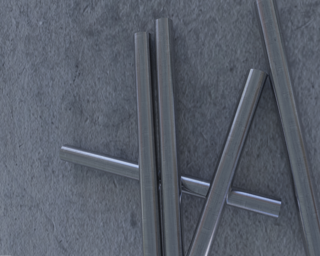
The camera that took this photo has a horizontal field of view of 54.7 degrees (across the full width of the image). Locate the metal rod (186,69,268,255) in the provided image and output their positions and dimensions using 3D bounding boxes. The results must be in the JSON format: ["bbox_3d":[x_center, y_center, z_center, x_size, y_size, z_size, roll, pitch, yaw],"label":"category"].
[{"bbox_3d":[0.067,0.075,0.357,0.025,0.025,0.299,18,86,19],"label":"metal rod"}]

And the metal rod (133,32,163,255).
[{"bbox_3d":[-0.016,0.023,0.391,0.025,0.025,0.298,-7,80,19],"label":"metal rod"}]

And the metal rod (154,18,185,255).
[{"bbox_3d":[0.011,0.009,0.384,0.025,0.025,0.298,-6,81,19],"label":"metal rod"}]

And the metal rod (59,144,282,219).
[{"bbox_3d":[-0.001,0.065,0.408,0.301,0.025,0.025,12,94,19],"label":"metal rod"}]

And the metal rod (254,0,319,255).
[{"bbox_3d":[0.150,-0.004,0.356,0.025,0.025,0.298,-12,86,19],"label":"metal rod"}]
